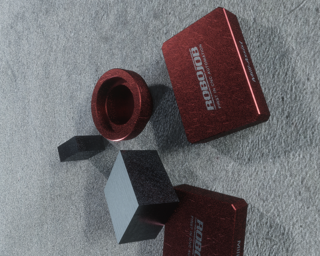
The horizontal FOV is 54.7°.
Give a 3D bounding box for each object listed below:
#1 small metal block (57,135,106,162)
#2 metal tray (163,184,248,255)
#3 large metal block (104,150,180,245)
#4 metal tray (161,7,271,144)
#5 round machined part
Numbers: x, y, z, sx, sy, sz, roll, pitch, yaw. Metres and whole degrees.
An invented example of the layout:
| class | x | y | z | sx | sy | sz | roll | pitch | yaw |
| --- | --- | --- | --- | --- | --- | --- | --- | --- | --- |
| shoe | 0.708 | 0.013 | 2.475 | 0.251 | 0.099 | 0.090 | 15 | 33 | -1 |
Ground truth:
| class | x | y | z | sx | sy | sz | roll | pitch | yaw |
| --- | --- | --- | --- | --- | --- | --- | --- | --- | --- |
| small metal block | -0.124 | 0.032 | 0.488 | 0.050 | 0.050 | 0.025 | -27 | 73 | 36 |
| metal tray | 0.048 | 0.139 | 0.360 | 0.090 | 0.030 | 0.129 | 7 | 94 | 39 |
| large metal block | -0.027 | 0.084 | 0.384 | 0.079 | 0.050 | 0.080 | -65 | 36 | 36 |
| metal tray | 0.059 | -0.056 | 0.352 | 0.090 | 0.030 | 0.129 | -24 | 75 | 37 |
| round machined part | -0.048 | -0.031 | 0.432 | 0.098 | 0.042 | 0.097 | 0 | 90 | 39 |
